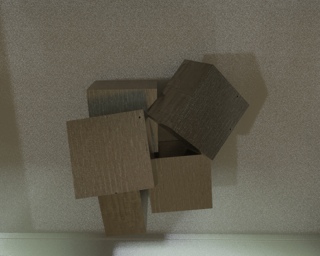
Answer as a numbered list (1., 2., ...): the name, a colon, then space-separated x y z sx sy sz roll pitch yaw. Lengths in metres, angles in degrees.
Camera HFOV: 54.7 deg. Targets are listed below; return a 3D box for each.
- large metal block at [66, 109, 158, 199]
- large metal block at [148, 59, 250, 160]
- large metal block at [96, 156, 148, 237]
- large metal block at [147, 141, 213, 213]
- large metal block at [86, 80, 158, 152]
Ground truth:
1. large metal block: -0.049 0.028 0.337 0.080 0.050 0.080 -9 85 3
2. large metal block: 0.045 -0.021 0.362 0.080 0.050 0.080 37 85 -37
3. large metal block: -0.047 0.083 0.410 0.050 0.080 0.079 -6 110 2
4. large metal block: 0.025 0.064 0.418 0.080 0.050 0.079 -5 110 1
5. large metal block: -0.043 -0.016 0.390 0.081 0.050 0.079 -1 110 0
